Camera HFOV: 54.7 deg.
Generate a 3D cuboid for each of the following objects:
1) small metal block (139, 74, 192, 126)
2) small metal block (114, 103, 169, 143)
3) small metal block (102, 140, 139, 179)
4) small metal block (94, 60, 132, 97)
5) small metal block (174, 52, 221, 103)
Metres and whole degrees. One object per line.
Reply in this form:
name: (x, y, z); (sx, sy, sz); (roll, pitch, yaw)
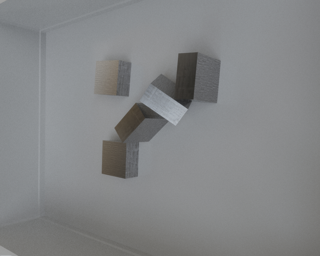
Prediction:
small metal block: (0.010, -0.035, 0.368); (0.050, 0.050, 0.025); (35, 116, -1)
small metal block: (-0.023, -0.006, 0.407); (0.050, 0.050, 0.025); (-46, 63, 30)
small metal block: (-0.058, 0.044, 0.453); (0.050, 0.025, 0.050); (3, 92, 39)
small metal block: (-0.071, -0.074, 0.463); (0.050, 0.025, 0.050); (8, 95, 39)
small metal block: (0.044, -0.056, 0.353); (0.025, 0.050, 0.050); (7, 94, 39)
